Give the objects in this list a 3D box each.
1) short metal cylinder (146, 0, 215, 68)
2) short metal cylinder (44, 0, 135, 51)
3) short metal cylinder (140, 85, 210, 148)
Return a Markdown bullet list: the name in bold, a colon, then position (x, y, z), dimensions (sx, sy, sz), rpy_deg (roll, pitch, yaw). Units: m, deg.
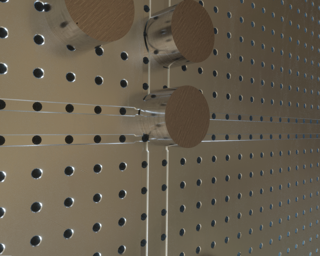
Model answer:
- **short metal cylinder**: position (0.028, -0.125, 0.418), dimensions (0.081, 0.050, 0.079), rpy_deg (0, 91, -40)
- **short metal cylinder**: position (-0.075, -0.128, 0.331), dimensions (0.081, 0.050, 0.079), rpy_deg (0, 90, -40)
- **short metal cylinder**: position (0.021, -0.014, 0.412), dimensions (0.081, 0.050, 0.079), rpy_deg (0, 90, -40)
